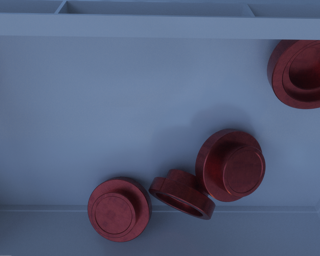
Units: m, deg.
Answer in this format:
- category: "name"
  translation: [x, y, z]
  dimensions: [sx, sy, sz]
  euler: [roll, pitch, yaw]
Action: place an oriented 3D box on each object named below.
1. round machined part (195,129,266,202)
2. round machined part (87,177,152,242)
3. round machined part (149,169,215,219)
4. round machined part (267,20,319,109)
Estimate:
- category: "round machined part"
  translation: [0.099, 0.052, 0.410]
  dimensions: [0.099, 0.042, 0.097]
  euler: [-5, 102, -25]
- category: "round machined part"
  translation: [-0.064, 0.126, 0.471]
  dimensions: [0.098, 0.042, 0.097]
  euler: [0, 92, 10]
- category: "round machined part"
  translation: [0.036, 0.095, 0.458]
  dimensions: [0.098, 0.042, 0.098]
  euler: [23, 159, 10]
- category: "round machined part"
  translation: [0.167, -0.071, 0.338]
  dimensions: [0.099, 0.042, 0.097]
  euler: [0, 130, 0]
